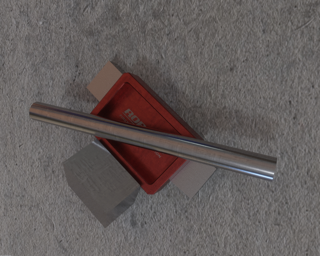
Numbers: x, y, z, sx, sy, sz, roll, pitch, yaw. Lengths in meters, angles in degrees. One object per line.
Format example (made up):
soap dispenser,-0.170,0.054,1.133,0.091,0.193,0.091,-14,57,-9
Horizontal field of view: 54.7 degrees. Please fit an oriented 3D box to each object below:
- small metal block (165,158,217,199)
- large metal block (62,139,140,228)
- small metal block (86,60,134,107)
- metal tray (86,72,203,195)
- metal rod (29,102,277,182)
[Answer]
small metal block,0.039,0.053,0.396,0.050,0.025,0.050,40,102,15
large metal block,-0.076,0.073,0.397,0.050,0.080,0.080,-38,74,-27
small metal block,-0.065,-0.057,0.432,0.050,0.025,0.050,46,104,14
metal tray,-0.021,0.006,0.387,0.130,0.030,0.090,45,104,14
metal rod,-0.024,0.010,0.359,0.301,0.025,0.025,13,94,19
